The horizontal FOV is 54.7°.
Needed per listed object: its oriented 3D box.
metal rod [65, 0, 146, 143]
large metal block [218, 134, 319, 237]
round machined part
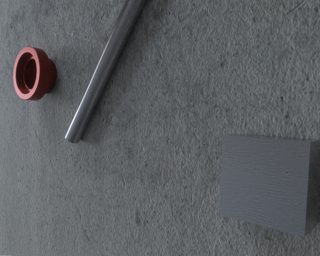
[{"bbox_3d":[-0.078,-0.100,0.467,0.025,0.025,0.298,45,116,30],"label":"metal rod"},{"bbox_3d":[0.107,0.048,0.300,0.080,0.050,0.079,4,93,39],"label":"large metal block"},{"bbox_3d":[-0.231,-0.100,0.581,0.098,0.042,0.097,0,90,39],"label":"round machined part"}]
